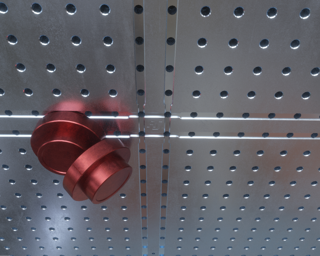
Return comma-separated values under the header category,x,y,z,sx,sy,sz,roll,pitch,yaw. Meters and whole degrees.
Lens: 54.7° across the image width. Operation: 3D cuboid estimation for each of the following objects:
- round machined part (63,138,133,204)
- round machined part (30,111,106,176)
category,x,y,z,sx,sy,sz,roll,pitch,yaw
round machined part,-0.076,0.063,0.416,0.042,0.099,0.097,43,130,20
round machined part,-0.126,0.028,0.423,0.099,0.042,0.097,-1,130,0
